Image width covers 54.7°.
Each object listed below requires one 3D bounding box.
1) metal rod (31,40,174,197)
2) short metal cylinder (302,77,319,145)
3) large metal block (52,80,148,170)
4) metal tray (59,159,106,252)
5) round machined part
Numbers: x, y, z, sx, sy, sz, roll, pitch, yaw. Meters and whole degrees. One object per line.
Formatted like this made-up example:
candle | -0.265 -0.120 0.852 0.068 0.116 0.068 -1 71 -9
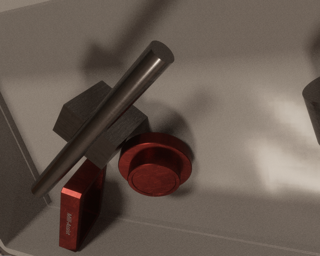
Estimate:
metal rod | -0.086 0.012 0.355 0.025 0.025 0.299 46 129 -4
short metal cylinder | 0.174 -0.019 0.270 0.080 0.080 0.050 -14 111 33
large metal block | -0.077 -0.006 0.408 0.080 0.080 0.050 39 129 1
metal tray | -0.123 0.121 0.496 0.030 0.090 0.129 18 122 7
round machined part | -0.007 0.055 0.411 0.099 0.042 0.097 2 132 2
